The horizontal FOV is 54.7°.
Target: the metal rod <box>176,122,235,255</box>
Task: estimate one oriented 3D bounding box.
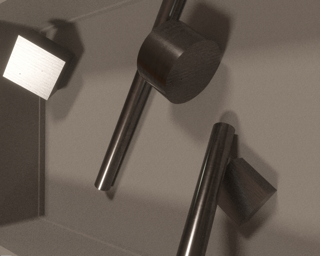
[{"bbox_3d":[0.025,0.124,0.278,0.025,0.025,0.300,-5,52,39],"label":"metal rod"}]

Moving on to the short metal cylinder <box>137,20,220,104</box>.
[{"bbox_3d":[0.021,-0.074,0.352,0.050,0.081,0.080,44,116,31],"label":"short metal cylinder"}]

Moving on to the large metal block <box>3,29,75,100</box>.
[{"bbox_3d":[-0.205,-0.108,0.530,0.080,0.050,0.080,30,116,-11],"label":"large metal block"}]

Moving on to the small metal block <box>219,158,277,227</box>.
[{"bbox_3d":[0.087,0.068,0.334,0.050,0.025,0.050,47,118,29],"label":"small metal block"}]

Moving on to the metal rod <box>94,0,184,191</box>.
[{"bbox_3d":[-0.034,-0.041,0.432,0.025,0.025,0.298,35,111,34],"label":"metal rod"}]
